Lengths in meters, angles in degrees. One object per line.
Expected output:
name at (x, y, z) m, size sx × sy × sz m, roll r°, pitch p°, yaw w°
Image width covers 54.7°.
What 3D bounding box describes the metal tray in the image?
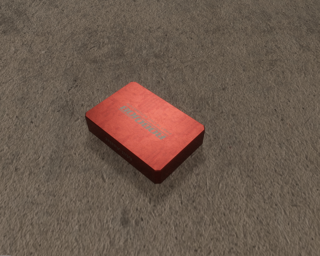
metal tray at (-0.020, 0.000, 0.400) m, size 0.130 × 0.030 × 0.090 m, roll 35°, pitch 58°, yaw 25°
